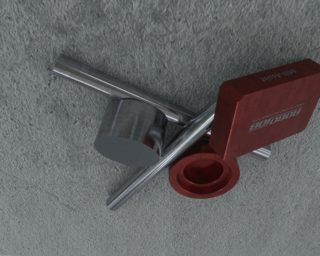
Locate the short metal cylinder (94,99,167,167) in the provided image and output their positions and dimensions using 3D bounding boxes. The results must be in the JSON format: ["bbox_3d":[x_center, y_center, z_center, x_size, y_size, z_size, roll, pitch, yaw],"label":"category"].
[{"bbox_3d":[-0.035,0.008,0.382,0.080,0.050,0.080,10,151,6],"label":"short metal cylinder"}]

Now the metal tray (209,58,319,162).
[{"bbox_3d":[0.123,-0.021,0.352,0.131,0.030,0.089,-17,134,-23],"label":"metal tray"}]

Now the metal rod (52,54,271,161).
[{"bbox_3d":[0.017,-0.018,0.394,0.302,0.025,0.025,22,127,-18],"label":"metal rod"}]

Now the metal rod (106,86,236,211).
[{"bbox_3d":[0.003,0.042,0.422,0.025,0.025,0.298,26,132,-21],"label":"metal rod"}]

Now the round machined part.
[{"bbox_3d":[0.061,0.055,0.445,0.099,0.042,0.097,0,130,0],"label":"round machined part"}]
